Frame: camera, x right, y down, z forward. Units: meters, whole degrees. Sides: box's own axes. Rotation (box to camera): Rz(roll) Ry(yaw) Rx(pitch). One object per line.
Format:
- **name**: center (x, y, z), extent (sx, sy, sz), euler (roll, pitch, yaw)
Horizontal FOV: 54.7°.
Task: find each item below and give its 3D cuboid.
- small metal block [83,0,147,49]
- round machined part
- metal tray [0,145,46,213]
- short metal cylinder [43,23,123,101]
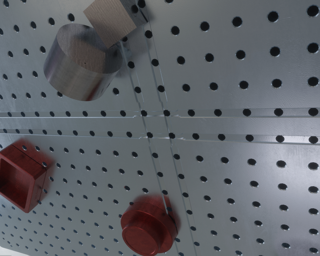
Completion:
- **small metal block**: center (-0.052, -0.129, 0.359), extent (0.050, 0.025, 0.050), euler (-24, 106, 36)
- **round machined part**: center (-0.025, 0.177, 0.523), extent (0.098, 0.042, 0.097), euler (13, 124, 21)
- **metal tray**: center (-0.283, 0.105, 0.622), extent (0.090, 0.030, 0.129), euler (33, 129, 6)
- **short metal cylinder**: center (-0.093, -0.079, 0.376), extent (0.080, 0.080, 0.050), euler (42, 129, -1)
